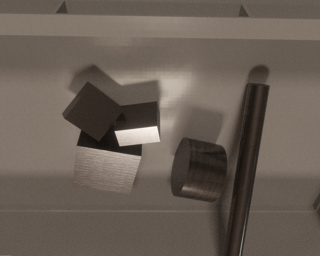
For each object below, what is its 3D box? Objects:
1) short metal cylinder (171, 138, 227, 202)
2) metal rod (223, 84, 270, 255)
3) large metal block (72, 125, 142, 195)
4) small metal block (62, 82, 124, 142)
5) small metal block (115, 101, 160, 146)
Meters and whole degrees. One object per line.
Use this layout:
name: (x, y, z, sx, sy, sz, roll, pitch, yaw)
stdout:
short metal cylinder: (0.051, 0.057, 0.423, 0.050, 0.080, 0.079, 12, 129, -11)
metal rod: (0.108, 0.091, 0.408, 0.025, 0.025, 0.298, 3, 105, -3)
large metal block: (-0.072, 0.042, 0.427, 0.081, 0.050, 0.079, 11, 129, -10)
small metal block: (-0.081, -0.020, 0.376, 0.050, 0.025, 0.050, 38, 88, -28)
small metal block: (-0.026, -0.006, 0.387, 0.050, 0.050, 0.025, -7, 130, 5)
